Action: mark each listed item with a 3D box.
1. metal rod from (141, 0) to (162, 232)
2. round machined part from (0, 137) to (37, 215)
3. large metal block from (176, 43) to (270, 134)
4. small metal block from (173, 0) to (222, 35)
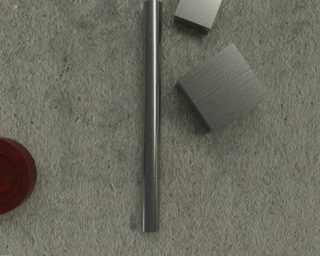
[{"bbox_3d":[-0.011,-0.015,0.409,0.025,0.025,0.298,1,90,0],"label":"metal rod"},{"bbox_3d":[-0.208,0.060,0.400,0.099,0.042,0.097,0,90,0],"label":"round machined part"},{"bbox_3d":[0.077,-0.048,0.398,0.080,0.050,0.080,-34,90,0],"label":"large metal block"},{"bbox_3d":[0.051,-0.160,0.410,0.050,0.025,0.050,21,90,0],"label":"small metal block"}]
